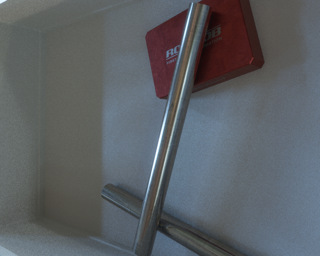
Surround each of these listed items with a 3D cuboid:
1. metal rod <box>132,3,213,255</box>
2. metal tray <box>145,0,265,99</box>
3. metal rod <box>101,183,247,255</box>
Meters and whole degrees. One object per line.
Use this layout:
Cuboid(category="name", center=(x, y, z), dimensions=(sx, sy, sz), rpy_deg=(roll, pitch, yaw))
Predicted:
Cuboid(category="metal rod", center=(0.010, 0.013, 0.358), dimensions=(0.025, 0.025, 0.298), rpy_deg=(23, 106, 37))
Cuboid(category="metal tray", center=(0.046, -0.094, 0.364), dimensions=(0.130, 0.030, 0.090), rpy_deg=(-17, 79, 38))
Cuboid(category="metal rod", center=(0.034, 0.132, 0.377), dimensions=(0.300, 0.025, 0.025), rpy_deg=(18, 101, 38))
